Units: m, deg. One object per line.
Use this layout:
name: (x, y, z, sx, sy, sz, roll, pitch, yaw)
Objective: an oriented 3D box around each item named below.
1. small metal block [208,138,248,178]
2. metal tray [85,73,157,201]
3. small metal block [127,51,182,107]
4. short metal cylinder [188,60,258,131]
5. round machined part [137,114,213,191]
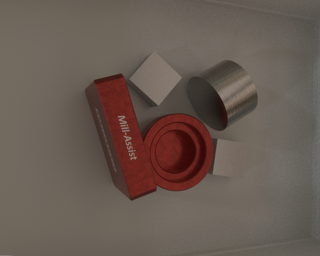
small metal block: (0.095, 0.043, 0.445, 0.050, 0.025, 0.050, 10, 86, -19)
metal tray: (-0.048, 0.009, 0.357, 0.030, 0.090, 0.129, -18, 96, -19)
small metal block: (-0.009, -0.063, 0.406, 0.050, 0.025, 0.050, 42, 77, -14)
short metal cylinder: (0.081, -0.043, 0.411, 0.050, 0.080, 0.080, -31, 101, -18)
round machined part: (0.017, 0.030, 0.406, 0.099, 0.042, 0.097, 0, 90, -21)
